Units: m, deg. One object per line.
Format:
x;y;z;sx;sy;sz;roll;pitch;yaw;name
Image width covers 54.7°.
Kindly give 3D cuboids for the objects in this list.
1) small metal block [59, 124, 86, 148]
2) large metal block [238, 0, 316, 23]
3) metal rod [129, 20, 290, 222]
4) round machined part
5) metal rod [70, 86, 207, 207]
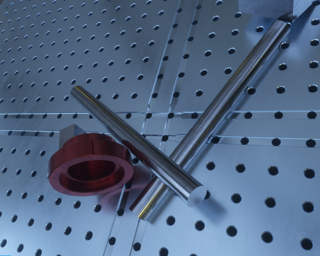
-0.114;0.030;0.431;0.025;0.050;0.050;-22;54;16;small metal block
0.162;-0.191;0.413;0.080;0.050;0.080;31;64;37;large metal block
0.066;-0.015;0.381;0.025;0.025;0.300;32;79;37;metal rod
-0.084;0.042;0.378;0.098;0.098;0.042;-25;53;13;round machined part
-0.050;0.004;0.409;0.025;0.025;0.300;-48;45;-6;metal rod
